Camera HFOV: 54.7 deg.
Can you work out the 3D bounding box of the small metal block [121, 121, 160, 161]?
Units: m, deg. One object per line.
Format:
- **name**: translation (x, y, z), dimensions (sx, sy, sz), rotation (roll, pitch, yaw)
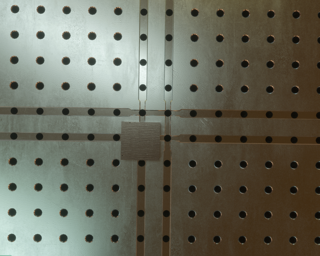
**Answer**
- **small metal block**: translation (-0.025, 0.017, 0.413), dimensions (0.050, 0.025, 0.050), rotation (1, 90, -1)
